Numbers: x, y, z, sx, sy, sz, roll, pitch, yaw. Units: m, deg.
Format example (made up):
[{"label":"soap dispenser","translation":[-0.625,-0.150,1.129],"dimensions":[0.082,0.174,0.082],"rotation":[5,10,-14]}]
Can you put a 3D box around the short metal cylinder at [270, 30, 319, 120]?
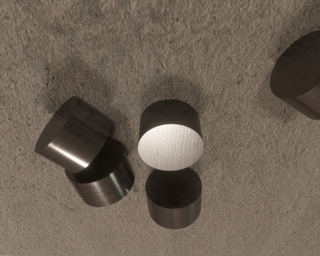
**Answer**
[{"label":"short metal cylinder","translation":[0.166,-0.055,0.327],"dimensions":[0.050,0.080,0.080],"rotation":[27,125,-22]}]

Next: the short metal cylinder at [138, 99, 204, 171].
[{"label":"short metal cylinder","translation":[0.013,0.010,0.399],"dimensions":[0.081,0.050,0.079],"rotation":[0,130,0]}]

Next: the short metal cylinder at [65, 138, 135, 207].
[{"label":"short metal cylinder","translation":[-0.080,0.059,0.420],"dimensions":[0.080,0.080,0.050],"rotation":[-10,130,8]}]

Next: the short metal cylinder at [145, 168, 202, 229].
[{"label":"short metal cylinder","translation":[0.021,0.100,0.457],"dimensions":[0.080,0.080,0.050],"rotation":[-3,130,2]}]

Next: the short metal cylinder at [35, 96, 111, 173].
[{"label":"short metal cylinder","translation":[-0.105,0.008,0.376],"dimensions":[0.080,0.080,0.050],"rotation":[-37,121,27]}]
